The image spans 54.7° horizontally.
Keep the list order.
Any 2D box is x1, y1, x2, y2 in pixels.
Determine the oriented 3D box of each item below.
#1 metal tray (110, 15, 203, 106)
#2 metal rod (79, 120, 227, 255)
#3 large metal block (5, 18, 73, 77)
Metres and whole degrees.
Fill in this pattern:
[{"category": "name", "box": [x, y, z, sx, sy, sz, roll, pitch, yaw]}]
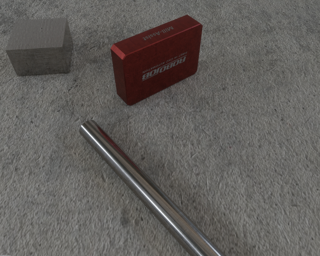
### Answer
[{"category": "metal tray", "box": [-0.002, -0.096, 0.441, 0.131, 0.089, 0.030, -29, 56, -23]}, {"category": "metal rod", "box": [0.005, 0.087, 0.330, 0.025, 0.025, 0.300, -34, 58, -25]}, {"category": "large metal block", "box": [-0.187, -0.130, 0.494, 0.081, 0.050, 0.080, -5, 50, -4]}]
